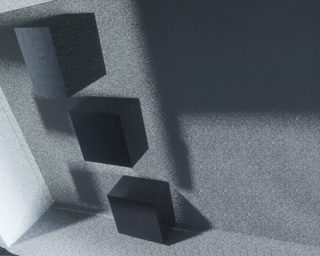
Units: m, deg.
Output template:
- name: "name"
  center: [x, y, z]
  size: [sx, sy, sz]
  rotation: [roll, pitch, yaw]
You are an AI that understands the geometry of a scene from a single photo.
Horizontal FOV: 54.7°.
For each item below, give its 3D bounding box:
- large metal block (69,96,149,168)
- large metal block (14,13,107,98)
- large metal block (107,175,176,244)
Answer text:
- name: "large metal block"
  center: [-0.069, 0.004, 0.431]
  size: [0.080, 0.050, 0.079]
  rotation: [5, 121, 25]
- name: "large metal block"
  center: [-0.116, -0.091, 0.378]
  size: [0.050, 0.080, 0.079]
  rotation: [7, 122, 24]
- name: "large metal block"
  center: [-0.027, 0.126, 0.485]
  size: [0.080, 0.050, 0.079]
  rotation: [4, 120, 26]
